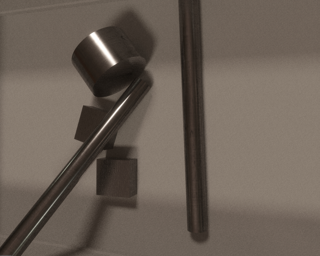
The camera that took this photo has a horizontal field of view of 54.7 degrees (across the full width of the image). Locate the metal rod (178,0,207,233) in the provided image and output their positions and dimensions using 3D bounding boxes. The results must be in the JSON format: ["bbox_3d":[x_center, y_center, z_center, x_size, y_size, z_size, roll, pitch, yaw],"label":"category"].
[{"bbox_3d":[0.042,-0.020,0.395,0.025,0.025,0.298,-3,89,19],"label":"metal rod"}]

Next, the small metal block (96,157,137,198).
[{"bbox_3d":[-0.060,0.068,0.430,0.050,0.025,0.050,1,90,19],"label":"small metal block"}]

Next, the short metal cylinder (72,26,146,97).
[{"bbox_3d":[-0.066,-0.084,0.403,0.080,0.080,0.050,-39,78,16],"label":"short metal cylinder"}]

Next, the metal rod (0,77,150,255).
[{"bbox_3d":[-0.110,0.057,0.386,0.025,0.025,0.300,32,76,17],"label":"metal rod"}]

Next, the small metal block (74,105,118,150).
[{"bbox_3d":[-0.088,-0.001,0.440,0.050,0.025,0.050,18,96,18],"label":"small metal block"}]
